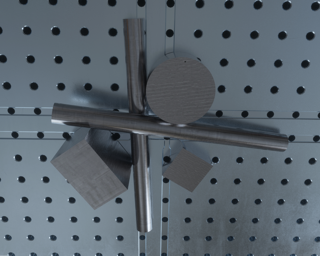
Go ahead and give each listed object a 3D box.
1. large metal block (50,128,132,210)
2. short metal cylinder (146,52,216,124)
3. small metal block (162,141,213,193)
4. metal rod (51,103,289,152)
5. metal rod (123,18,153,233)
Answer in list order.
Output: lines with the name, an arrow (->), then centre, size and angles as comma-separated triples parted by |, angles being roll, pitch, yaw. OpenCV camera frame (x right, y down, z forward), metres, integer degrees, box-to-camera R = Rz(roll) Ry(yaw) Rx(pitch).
large metal block -> -0.082, 0.042, 0.397 | 0.050, 0.080, 0.080 | -33, 107, 11
short metal cylinder -> 0.024, -0.050, 0.382 | 0.081, 0.050, 0.079 | 0, 110, -1
small metal block -> 0.038, 0.054, 0.435 | 0.050, 0.025, 0.050 | 32, 107, -12
metal rod -> 0.022, 0.001, 0.394 | 0.302, 0.025, 0.025 | 7, 110, -11
metal rod -> -0.027, 0.010, 0.417 | 0.025, 0.025, 0.298 | -2, 110, 0
